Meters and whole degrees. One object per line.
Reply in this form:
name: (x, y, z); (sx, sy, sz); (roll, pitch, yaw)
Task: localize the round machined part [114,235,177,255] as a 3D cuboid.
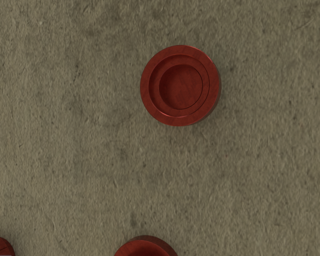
round machined part: (-0.022, 0.197, 0.407); (0.098, 0.042, 0.097); (0, 90, 19)

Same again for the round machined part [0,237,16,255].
round machined part: (-0.273, 0.214, 0.494); (0.098, 0.042, 0.097); (0, 90, 19)

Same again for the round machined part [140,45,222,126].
round machined part: (0.028, -0.051, 0.389); (0.098, 0.042, 0.097); (0, 90, 19)
